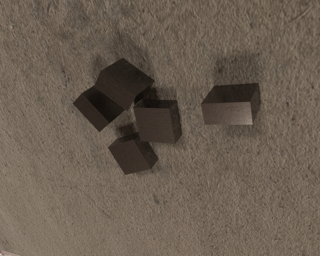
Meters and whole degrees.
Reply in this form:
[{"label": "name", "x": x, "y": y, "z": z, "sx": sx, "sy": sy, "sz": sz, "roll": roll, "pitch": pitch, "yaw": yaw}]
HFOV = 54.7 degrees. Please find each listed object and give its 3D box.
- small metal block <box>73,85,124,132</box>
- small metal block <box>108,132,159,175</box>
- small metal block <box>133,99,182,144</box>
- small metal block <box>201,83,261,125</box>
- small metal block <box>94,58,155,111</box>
[{"label": "small metal block", "x": -0.077, "y": -0.031, "z": 0.411, "sx": 0.050, "sy": 0.050, "sz": 0.025, "roll": 48, "pitch": 129, "yaw": -6}, {"label": "small metal block", "x": -0.039, "y": 0.037, "z": 0.448, "sx": 0.050, "sy": 0.025, "sz": 0.050, "roll": -18, "pitch": 109, "yaw": 35}, {"label": "small metal block", "x": -0.002, "y": -0.009, "z": 0.401, "sx": 0.050, "sy": 0.025, "sz": 0.050, "roll": 4, "pitch": 120, "yaw": 26}, {"label": "small metal block", "x": 0.077, "y": -0.026, "z": 0.333, "sx": 0.050, "sy": 0.050, "sz": 0.025, "roll": 0, "pitch": 118, "yaw": 28}, {"label": "small metal block", "x": -0.042, "y": -0.054, "z": 0.378, "sx": 0.050, "sy": 0.050, "sz": 0.025, "roll": 36, "pitch": 129, "yaw": 4}]
